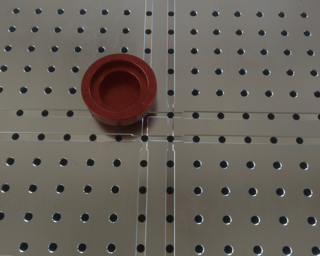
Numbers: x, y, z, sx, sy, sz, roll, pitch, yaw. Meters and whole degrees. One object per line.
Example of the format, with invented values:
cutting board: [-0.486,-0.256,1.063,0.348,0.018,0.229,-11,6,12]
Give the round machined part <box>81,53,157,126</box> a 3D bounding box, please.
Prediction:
round machined part: [-0.053,-0.048,0.420,0.099,0.042,0.098,0,70,0]
